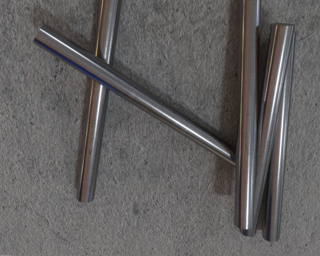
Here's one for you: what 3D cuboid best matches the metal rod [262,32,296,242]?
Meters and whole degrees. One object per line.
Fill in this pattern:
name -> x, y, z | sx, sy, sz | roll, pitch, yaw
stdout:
metal rod -> 0.159, 0.026, 0.420 | 0.025, 0.025, 0.298 | -4, 110, 1

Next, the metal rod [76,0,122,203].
metal rod -> -0.079, -0.037, 0.395 | 0.025, 0.025, 0.298 | 10, 110, -4

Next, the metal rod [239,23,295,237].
metal rod -> 0.134, 0.021, 0.404 | 0.025, 0.025, 0.298 | 0, 115, 0

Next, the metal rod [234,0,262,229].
metal rod -> 0.108, -0.015, 0.385 | 0.025, 0.025, 0.298 | -2, 103, 0

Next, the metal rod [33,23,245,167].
metal rod -> -0.008, -0.028, 0.381 | 0.301, 0.025, 0.025 | 31, 107, -18
